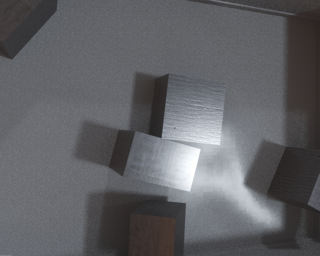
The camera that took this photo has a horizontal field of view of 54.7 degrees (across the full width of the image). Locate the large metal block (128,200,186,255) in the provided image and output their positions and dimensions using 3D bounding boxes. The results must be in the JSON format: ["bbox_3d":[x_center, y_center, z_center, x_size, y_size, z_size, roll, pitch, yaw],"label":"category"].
[{"bbox_3d":[-0.001,0.136,0.373,0.050,0.080,0.080,3,88,13],"label":"large metal block"}]

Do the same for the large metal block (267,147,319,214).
[{"bbox_3d":[0.220,0.077,0.462,0.050,0.080,0.080,29,81,-18],"label":"large metal block"}]

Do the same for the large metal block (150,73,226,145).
[{"bbox_3d":[0.035,-0.022,0.410,0.081,0.050,0.080,7,88,-20],"label":"large metal block"}]

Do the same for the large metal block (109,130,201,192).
[{"bbox_3d":[-0.010,0.037,0.378,0.081,0.080,0.050,16,85,-19],"label":"large metal block"}]

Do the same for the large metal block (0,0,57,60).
[{"bbox_3d":[-0.154,-0.126,0.324,0.050,0.080,0.080,39,78,-16],"label":"large metal block"}]
